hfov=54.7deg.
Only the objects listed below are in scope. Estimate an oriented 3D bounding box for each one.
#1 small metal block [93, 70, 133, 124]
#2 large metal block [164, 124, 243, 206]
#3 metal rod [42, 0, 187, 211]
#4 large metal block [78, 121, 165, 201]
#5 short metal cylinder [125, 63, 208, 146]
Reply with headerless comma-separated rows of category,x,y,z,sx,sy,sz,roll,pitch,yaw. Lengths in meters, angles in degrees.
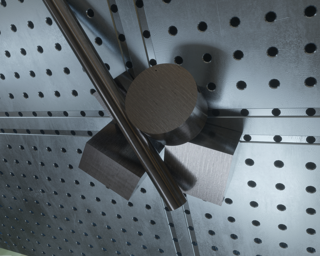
small metal block,-0.052,-0.040,0.413,0.050,0.025,0.050,-27,104,37
large metal block,0.051,0.041,0.391,0.080,0.050,0.079,16,125,18
metal rod,-0.055,-0.033,0.379,0.025,0.025,0.299,-31,90,37
large metal block,-0.049,0.037,0.422,0.080,0.080,0.050,32,128,7
short metal cylinder,0.009,-0.025,0.346,0.080,0.080,0.050,8,166,23
